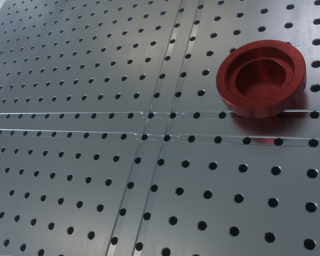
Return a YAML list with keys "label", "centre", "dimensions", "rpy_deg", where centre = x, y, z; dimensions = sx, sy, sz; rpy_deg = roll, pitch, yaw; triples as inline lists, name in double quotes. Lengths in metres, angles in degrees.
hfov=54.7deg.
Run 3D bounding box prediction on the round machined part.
- label: "round machined part"
  centre: [0.120, -0.053, 0.367]
  dimensions: [0.098, 0.042, 0.098]
  rpy_deg: [-13, 56, 21]
